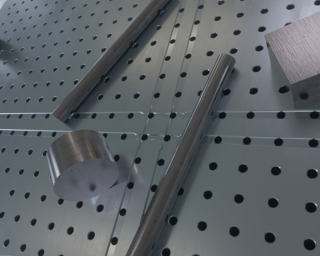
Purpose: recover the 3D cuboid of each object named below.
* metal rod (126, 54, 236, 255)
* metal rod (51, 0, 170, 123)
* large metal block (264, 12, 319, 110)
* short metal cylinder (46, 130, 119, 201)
[{"bbox_3d":[0.027,0.036,0.371,0.025,0.025,0.300,14,69,34],"label":"metal rod"},{"bbox_3d":[-0.075,-0.132,0.528,0.025,0.025,0.300,32,79,38],"label":"metal rod"},{"bbox_3d":[0.175,-0.079,0.349,0.080,0.050,0.080,-21,54,15],"label":"large metal block"},{"bbox_3d":[-0.099,0.048,0.395,0.080,0.080,0.050,-35,51,5],"label":"short metal cylinder"}]
